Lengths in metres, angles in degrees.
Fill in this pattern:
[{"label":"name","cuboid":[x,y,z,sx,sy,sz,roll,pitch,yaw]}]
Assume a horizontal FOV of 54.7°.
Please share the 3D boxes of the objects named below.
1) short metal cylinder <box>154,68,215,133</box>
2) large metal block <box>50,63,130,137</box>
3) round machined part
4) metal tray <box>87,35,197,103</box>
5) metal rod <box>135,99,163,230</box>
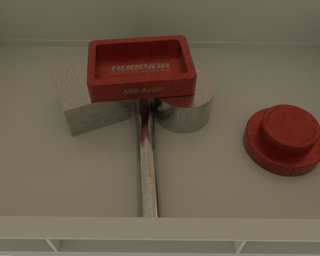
[{"label":"short metal cylinder","cuboid":[0.032,-0.039,0.422,0.081,0.050,0.080,0,50,0]},{"label":"large metal block","cuboid":[-0.096,-0.044,0.425,0.081,0.050,0.080,-19,53,-15]},{"label":"round machined part","cuboid":[0.159,0.008,0.389,0.099,0.042,0.098,0,50,0]},{"label":"metal tray","cuboid":[-0.025,-0.080,0.403,0.131,0.030,0.090,-5,50,-5]},{"label":"metal rod","cuboid":[-0.020,-0.014,0.416,0.025,0.025,0.300,-3,50,-3]}]
